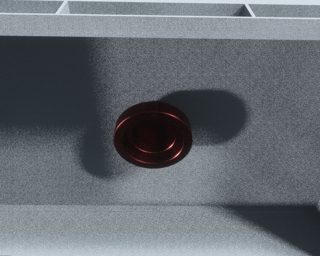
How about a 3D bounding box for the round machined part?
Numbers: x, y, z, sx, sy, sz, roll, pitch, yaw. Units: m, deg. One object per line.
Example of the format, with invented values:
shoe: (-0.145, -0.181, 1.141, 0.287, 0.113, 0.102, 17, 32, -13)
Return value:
round machined part: (-0.009, 0.004, 0.401, 0.099, 0.042, 0.097, 0, 130, 0)
